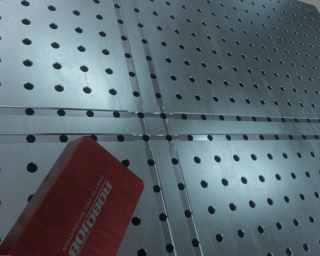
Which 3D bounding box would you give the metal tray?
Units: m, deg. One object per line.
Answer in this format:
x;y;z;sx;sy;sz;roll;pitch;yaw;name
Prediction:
-0.075;0.084;0.294;0.090;0.030;0.130;45;47;-25;metal tray
